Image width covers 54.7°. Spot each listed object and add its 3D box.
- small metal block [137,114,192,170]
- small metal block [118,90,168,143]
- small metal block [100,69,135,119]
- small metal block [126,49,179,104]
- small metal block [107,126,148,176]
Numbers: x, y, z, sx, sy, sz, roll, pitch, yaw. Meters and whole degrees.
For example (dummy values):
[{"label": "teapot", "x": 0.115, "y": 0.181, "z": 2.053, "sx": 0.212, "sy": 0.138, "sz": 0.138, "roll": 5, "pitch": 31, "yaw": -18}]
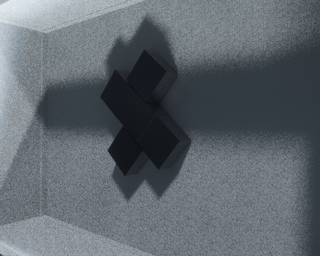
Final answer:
[{"label": "small metal block", "x": 0.004, "y": 0.018, "z": 0.400, "sx": 0.050, "sy": 0.025, "sz": 0.050, "roll": 49, "pitch": 119, "yaw": 29}, {"label": "small metal block", "x": -0.025, "y": -0.016, "z": 0.424, "sx": 0.050, "sy": 0.025, "sz": 0.050, "roll": 49, "pitch": 119, "yaw": 29}, {"label": "small metal block", "x": -0.054, "y": -0.048, "z": 0.449, "sx": 0.050, "sy": 0.025, "sz": 0.050, "roll": 49, "pitch": 119, "yaw": 29}, {"label": "small metal block", "x": -0.011, "y": -0.068, "z": 0.413, "sx": 0.050, "sy": 0.025, "sz": 0.050, "roll": 49, "pitch": 118, "yaw": 28}, {"label": "small metal block", "x": -0.042, "y": 0.032, "z": 0.439, "sx": 0.050, "sy": 0.025, "sz": 0.050, "roll": 50, "pitch": 120, "yaw": 28}]
